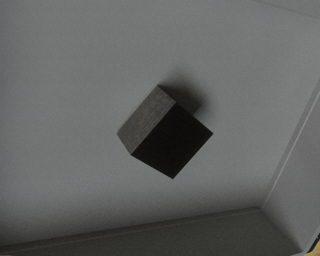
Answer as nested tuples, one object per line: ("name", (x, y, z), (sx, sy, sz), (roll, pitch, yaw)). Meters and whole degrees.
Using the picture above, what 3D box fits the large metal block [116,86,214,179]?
("large metal block", (0.007, 0.007, 0.396), (0.080, 0.050, 0.080), (-49, 129, 6))
